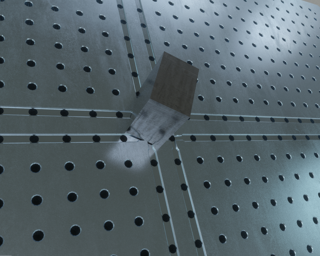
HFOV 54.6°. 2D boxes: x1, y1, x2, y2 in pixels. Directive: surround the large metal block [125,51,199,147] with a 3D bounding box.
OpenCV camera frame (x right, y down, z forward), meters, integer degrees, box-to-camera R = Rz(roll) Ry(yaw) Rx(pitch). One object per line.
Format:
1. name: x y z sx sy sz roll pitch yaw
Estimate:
1. large metal block: 0.003 -0.035 0.395 0.050 0.080 0.080 24 53 -14
